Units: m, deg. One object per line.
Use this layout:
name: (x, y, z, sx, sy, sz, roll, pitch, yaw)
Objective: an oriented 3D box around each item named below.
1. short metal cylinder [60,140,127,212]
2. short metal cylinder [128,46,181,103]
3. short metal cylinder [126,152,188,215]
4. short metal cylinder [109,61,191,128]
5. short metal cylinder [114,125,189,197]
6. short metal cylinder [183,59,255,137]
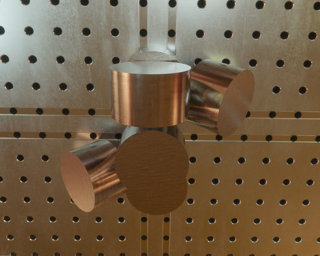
short metal cylinder: (-0.085, 0.060, 0.399, 0.050, 0.080, 0.079, -20, 117, -40)
short metal cylinder: (-0.008, -0.056, 0.379, 0.081, 0.050, 0.079, 0, 111, 0)
short metal cylinder: (-0.005, 0.071, 0.425, 0.081, 0.050, 0.079, 0, 111, -1)
short metal cylinder: (-0.010, -0.037, 0.315, 0.081, 0.080, 0.050, 0, 110, 0)
short metal cylinder: (-0.009, 0.031, 0.357, 0.081, 0.050, 0.079, 0, 110, 0)
short metal cylinder: (0.068, -0.036, 0.364, 0.050, 0.081, 0.079, 25, 114, 34)
